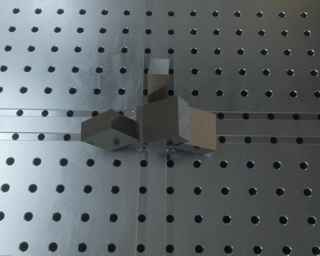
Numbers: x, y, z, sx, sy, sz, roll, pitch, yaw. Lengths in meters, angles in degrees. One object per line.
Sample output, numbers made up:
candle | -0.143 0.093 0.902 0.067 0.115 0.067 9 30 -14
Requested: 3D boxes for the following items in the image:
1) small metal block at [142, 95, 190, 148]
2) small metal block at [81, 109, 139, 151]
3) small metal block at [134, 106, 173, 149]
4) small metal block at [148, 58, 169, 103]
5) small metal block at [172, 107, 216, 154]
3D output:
small metal block | 0.007 -0.006 0.375 0.050 0.025 0.050 -13 66 30
small metal block | -0.062 0.004 0.386 0.050 0.050 0.025 -21 61 29
small metal block | -0.006 -0.001 0.412 0.050 0.025 0.050 2 70 1
small metal block | -0.002 -0.058 0.409 0.025 0.050 0.050 3 34 2
small metal block | 0.045 0.003 0.399 0.050 0.025 0.050 14 67 -28
